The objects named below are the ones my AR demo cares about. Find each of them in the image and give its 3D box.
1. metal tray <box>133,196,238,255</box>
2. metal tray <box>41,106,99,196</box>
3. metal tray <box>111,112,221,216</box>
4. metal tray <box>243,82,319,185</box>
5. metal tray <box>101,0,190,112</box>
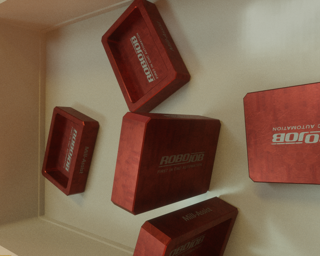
[{"bbox_3d":[0.026,0.127,0.316,0.030,0.131,0.089,25,106,37],"label":"metal tray"},{"bbox_3d":[-0.156,0.037,0.528,0.090,0.030,0.129,24,105,37],"label":"metal tray"},{"bbox_3d":[0.013,0.031,0.326,0.030,0.131,0.089,15,100,39],"label":"metal tray"},{"bbox_3d":[0.146,0.005,0.282,0.130,0.030,0.089,-6,87,39],"label":"metal tray"},{"bbox_3d":[-0.024,-0.096,0.421,0.090,0.030,0.130,-36,68,34],"label":"metal tray"}]
